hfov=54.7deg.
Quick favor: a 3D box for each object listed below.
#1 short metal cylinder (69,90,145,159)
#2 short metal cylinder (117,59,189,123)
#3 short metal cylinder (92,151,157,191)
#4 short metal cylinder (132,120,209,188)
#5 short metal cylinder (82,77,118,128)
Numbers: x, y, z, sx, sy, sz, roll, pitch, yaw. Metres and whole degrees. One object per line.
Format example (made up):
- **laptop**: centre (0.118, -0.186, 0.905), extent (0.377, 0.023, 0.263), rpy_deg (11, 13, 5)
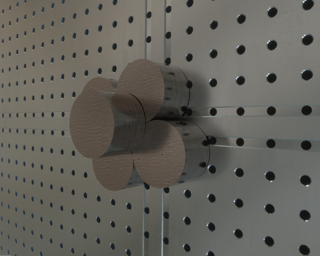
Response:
- **short metal cylinder**: centre (-0.065, -0.005, 0.377), extent (0.080, 0.050, 0.079), rpy_deg (2, 92, 39)
- **short metal cylinder**: centre (-0.010, -0.045, 0.398), extent (0.080, 0.050, 0.079), rpy_deg (0, 90, 39)
- **short metal cylinder**: centre (-0.048, 0.043, 0.430), extent (0.080, 0.050, 0.079), rpy_deg (0, 90, 39)
- **short metal cylinder**: centre (0.013, 0.030, 0.380), extent (0.080, 0.050, 0.079), rpy_deg (0, 90, 39)
- **short metal cylinder**: centre (-0.071, -0.031, 0.449), extent (0.080, 0.050, 0.079), rpy_deg (0, 90, 39)
